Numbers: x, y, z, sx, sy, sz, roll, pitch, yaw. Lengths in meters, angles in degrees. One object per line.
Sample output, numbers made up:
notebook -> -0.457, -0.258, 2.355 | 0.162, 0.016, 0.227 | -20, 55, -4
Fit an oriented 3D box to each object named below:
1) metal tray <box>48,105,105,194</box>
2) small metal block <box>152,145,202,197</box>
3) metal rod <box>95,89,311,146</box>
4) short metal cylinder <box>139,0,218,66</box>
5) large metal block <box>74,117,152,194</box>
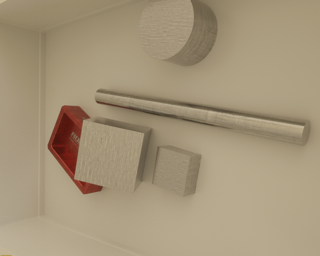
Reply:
metal tray -> -0.129, 0.033, 0.507 | 0.130, 0.030, 0.089 | 41, 114, 32
small metal block -> 0.020, 0.052, 0.388 | 0.050, 0.025, 0.050 | 15, 99, 38
metal rod -> 0.024, -0.022, 0.385 | 0.300, 0.025, 0.025 | 13, 99, 38
short metal cylinder -> 0.021, -0.118, 0.372 | 0.080, 0.050, 0.079 | 0, 90, 39
large metal block -> -0.061, 0.034, 0.417 | 0.080, 0.050, 0.079 | 12, 99, 8
